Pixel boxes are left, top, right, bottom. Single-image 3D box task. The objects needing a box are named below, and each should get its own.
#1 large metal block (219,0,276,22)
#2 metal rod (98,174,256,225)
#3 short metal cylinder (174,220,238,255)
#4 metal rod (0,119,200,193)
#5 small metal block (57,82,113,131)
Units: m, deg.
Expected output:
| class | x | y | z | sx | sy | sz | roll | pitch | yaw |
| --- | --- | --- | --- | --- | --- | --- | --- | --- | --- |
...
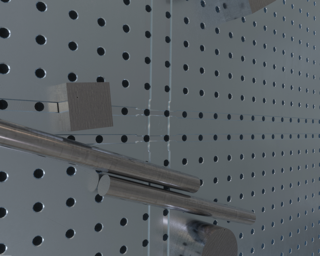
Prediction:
| class | x | y | z | sx | sy | sz | roll | pitch | yaw |
| --- | --- | --- | --- | --- | --- | --- | --- | --- | --- |
| large metal block | 0.139 | -0.231 | 0.508 | 0.080 | 0.050 | 0.080 | -36 | 113 | -34 |
| metal rod | 0.046 | 0.111 | 0.447 | 0.302 | 0.025 | 0.025 | 22 | 76 | -38 |
| short metal cylinder | 0.068 | 0.180 | 0.450 | 0.081 | 0.050 | 0.080 | 0 | 90 | -40 |
| metal rod | -0.061 | 0.038 | 0.357 | 0.302 | 0.025 | 0.025 | 22 | 77 | -38 |
| small metal block | -0.082 | -0.024 | 0.340 | 0.050 | 0.025 | 0.050 | -8 | 95 | -40 |
